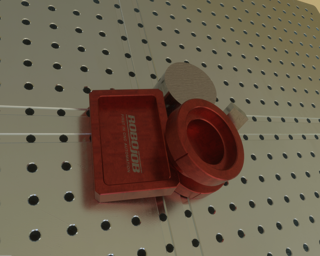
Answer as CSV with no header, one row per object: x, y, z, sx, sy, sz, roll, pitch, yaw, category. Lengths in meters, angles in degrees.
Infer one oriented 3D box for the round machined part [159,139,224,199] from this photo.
0.048,0.038,0.401,0.099,0.042,0.098,14,56,-21,round machined part

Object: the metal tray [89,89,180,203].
-0.034,0.016,0.364,0.091,0.030,0.130,-3,62,-14,metal tray

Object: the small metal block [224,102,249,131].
0.095,-0.007,0.437,0.025,0.050,0.050,40,16,-2,small metal block

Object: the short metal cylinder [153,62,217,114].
0.032,-0.046,0.439,0.081,0.050,0.080,14,56,-21,short metal cylinder

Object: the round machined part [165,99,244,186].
0.045,0.019,0.350,0.099,0.042,0.098,21,52,-29,round machined part
